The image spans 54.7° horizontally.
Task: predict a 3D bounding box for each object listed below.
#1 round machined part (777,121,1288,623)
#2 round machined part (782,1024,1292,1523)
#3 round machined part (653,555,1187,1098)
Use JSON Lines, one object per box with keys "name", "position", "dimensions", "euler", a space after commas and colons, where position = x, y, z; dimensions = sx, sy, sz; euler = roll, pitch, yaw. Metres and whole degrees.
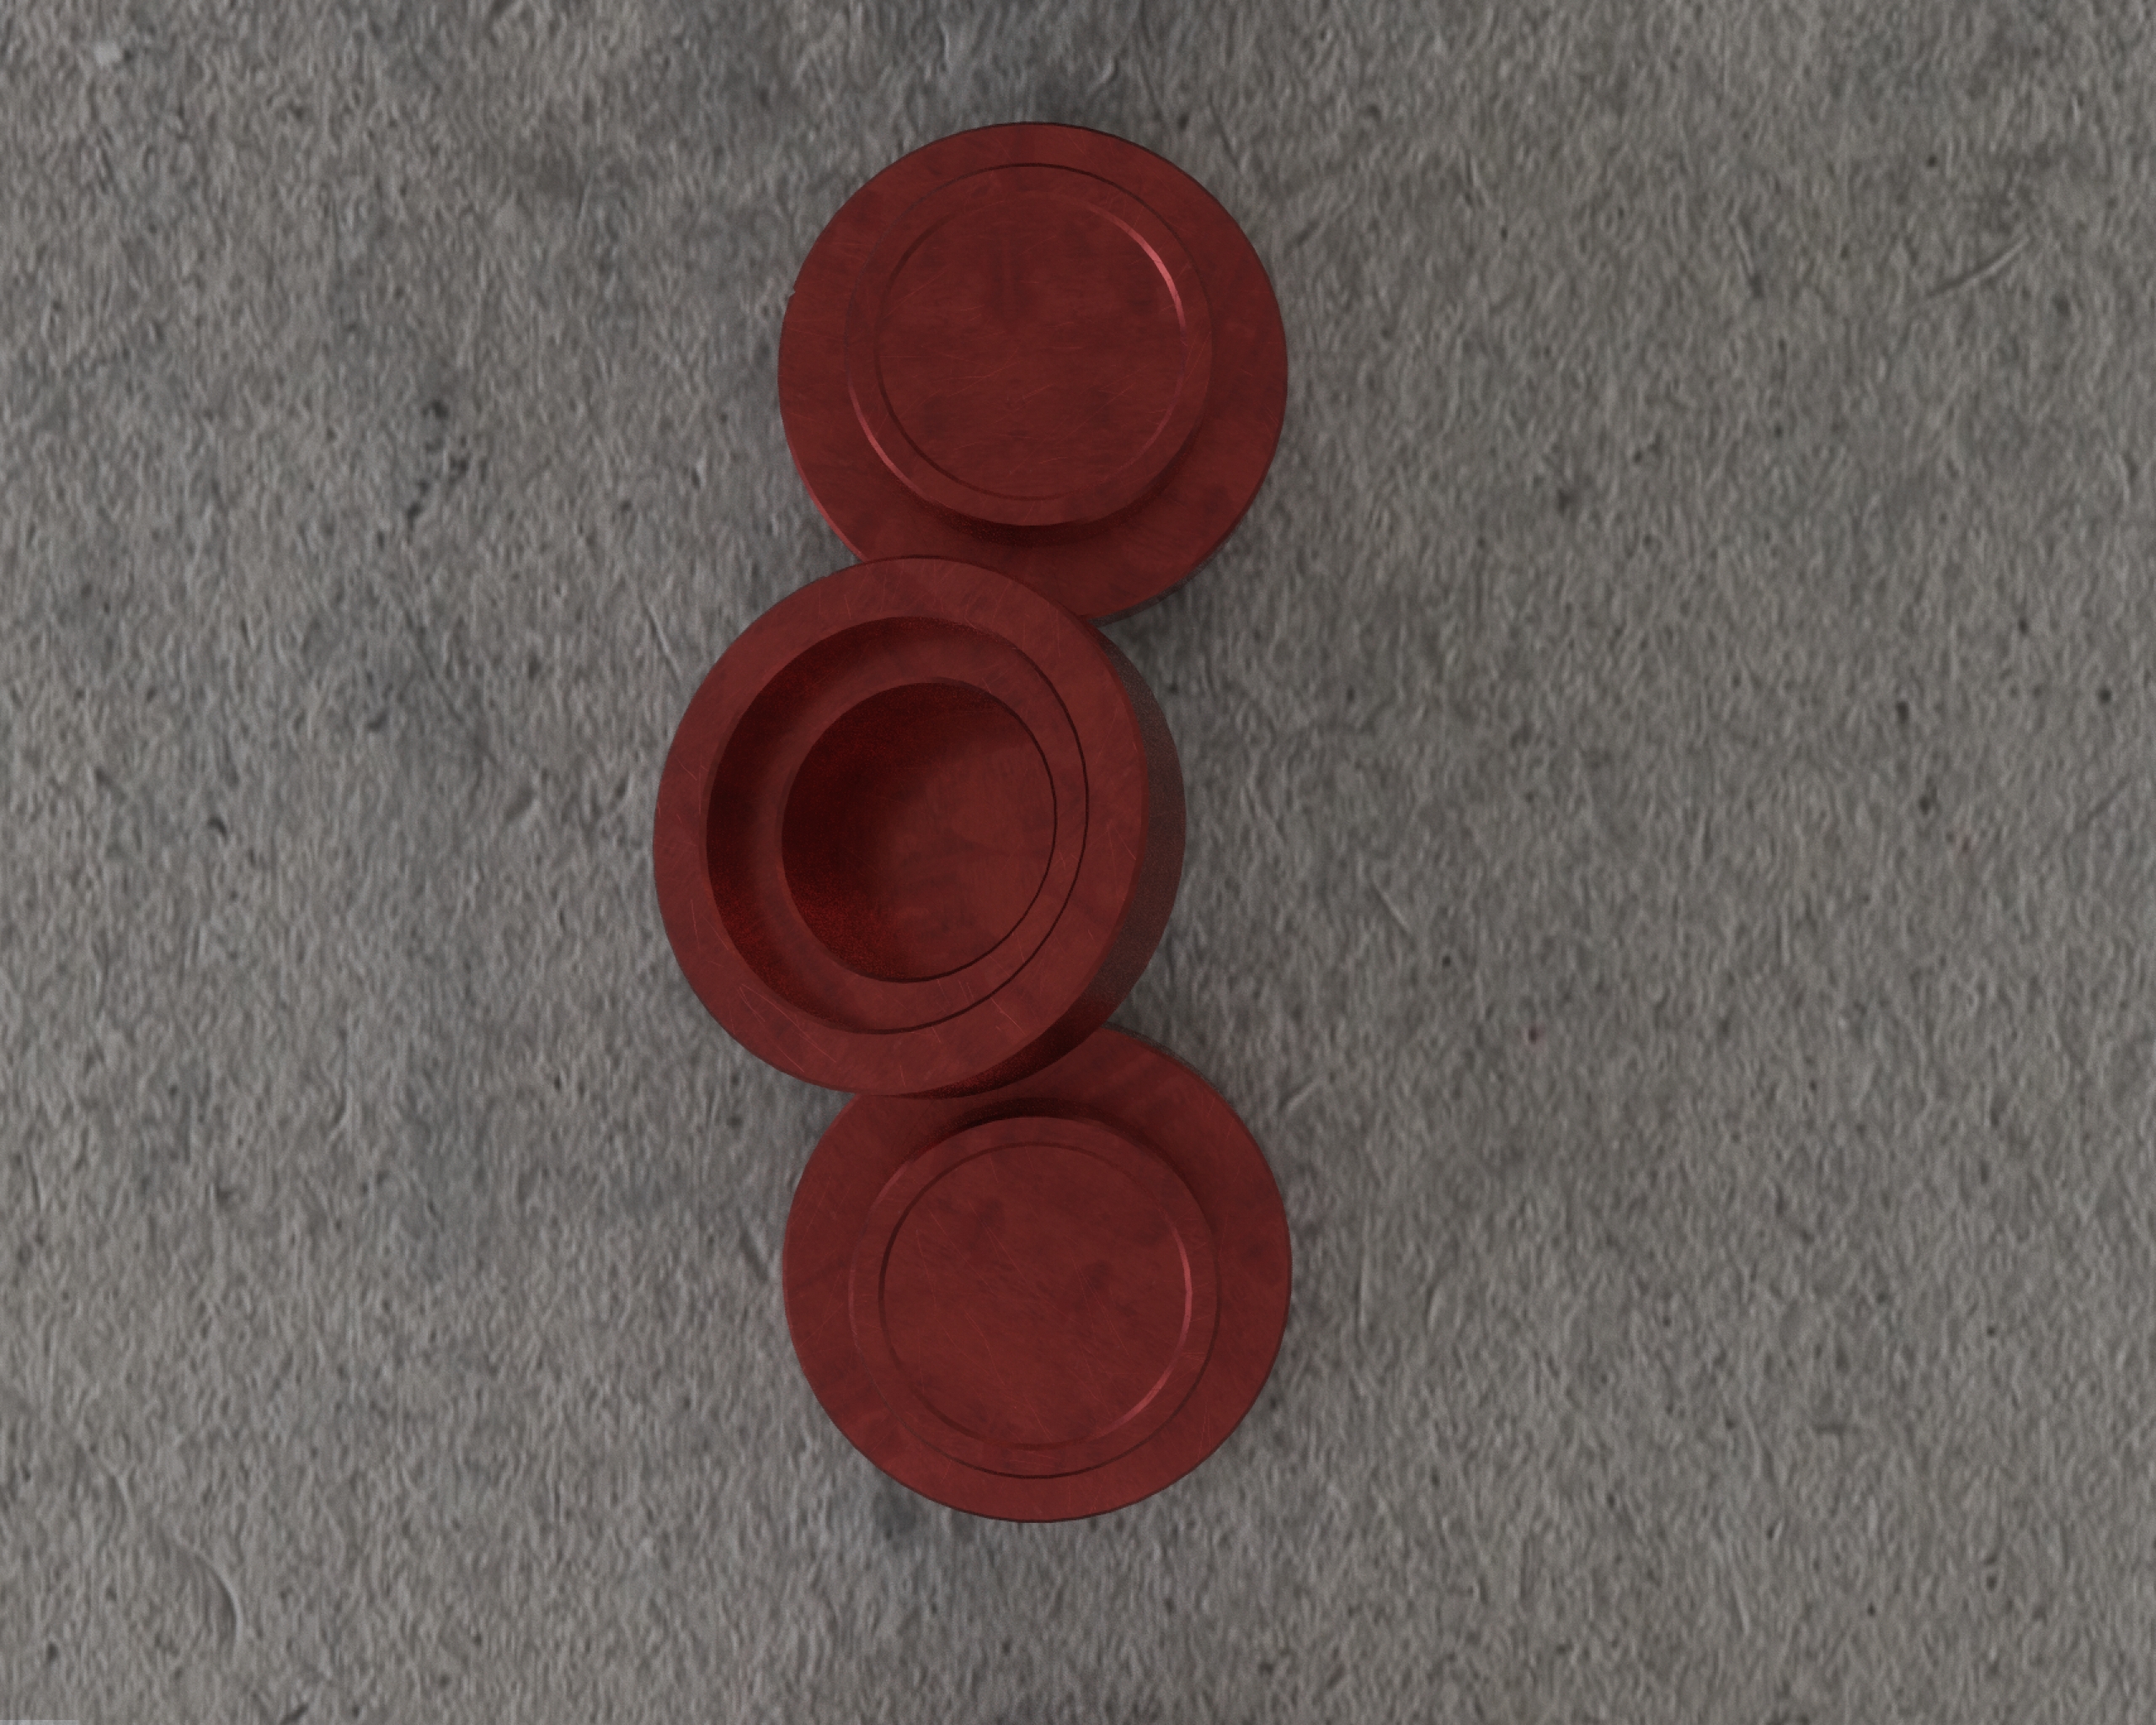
{"name": "round machined part", "position": [-0.009, -0.094, 0.401], "dimensions": [0.099, 0.042, 0.097], "euler": [0, 90, 0]}
{"name": "round machined part", "position": [-0.008, 0.079, 0.401], "dimensions": [0.099, 0.042, 0.097], "euler": [0, 90, 0]}
{"name": "round machined part", "position": [-0.026, -0.005, 0.390], "dimensions": [0.098, 0.042, 0.098], "euler": [-4, 80, 21]}
